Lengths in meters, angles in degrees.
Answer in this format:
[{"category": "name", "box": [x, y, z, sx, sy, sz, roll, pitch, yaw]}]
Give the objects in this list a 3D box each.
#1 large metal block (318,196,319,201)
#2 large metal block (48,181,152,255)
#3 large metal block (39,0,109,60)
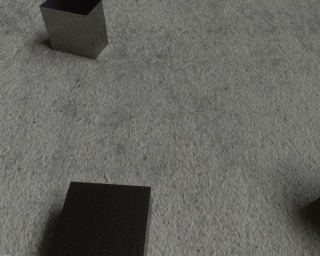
[{"category": "large metal block", "box": [0.217, 0.077, 0.304, 0.050, 0.080, 0.080, -16, 52, -13]}, {"category": "large metal block", "box": [-0.052, 0.102, 0.301, 0.080, 0.050, 0.080, 3, 50, 3]}, {"category": "large metal block", "box": [-0.137, -0.167, 0.507, 0.080, 0.080, 0.050, 15, 52, 12]}]
